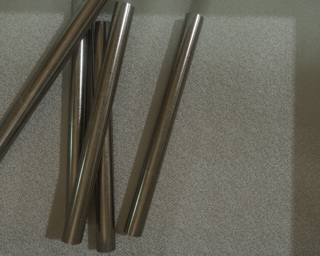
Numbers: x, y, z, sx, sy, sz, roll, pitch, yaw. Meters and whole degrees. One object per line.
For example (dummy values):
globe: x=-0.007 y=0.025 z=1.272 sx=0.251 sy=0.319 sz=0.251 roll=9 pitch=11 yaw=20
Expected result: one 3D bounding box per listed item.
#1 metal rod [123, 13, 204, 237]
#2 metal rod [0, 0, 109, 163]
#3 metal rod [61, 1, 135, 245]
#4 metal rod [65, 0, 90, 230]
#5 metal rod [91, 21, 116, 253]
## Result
metal rod: x=0.005 y=-0.004 z=0.411 sx=0.025 sy=0.025 sz=0.298 roll=16 pitch=90 yaw=0
metal rod: x=-0.152 y=-0.055 z=0.392 sx=0.025 sy=0.025 sz=0.299 roll=36 pitch=97 yaw=0
metal rod: x=-0.077 y=-0.006 z=0.384 sx=0.025 sy=0.025 sz=0.298 roll=13 pitch=90 yaw=0
metal rod: x=-0.109 y=-0.017 z=0.410 sx=0.025 sy=0.025 sz=0.298 roll=2 pitch=90 yaw=0
metal rod: x=-0.075 y=0.011 z=0.410 sx=0.025 sy=0.025 sz=0.298 roll=-1 pitch=90 yaw=0
